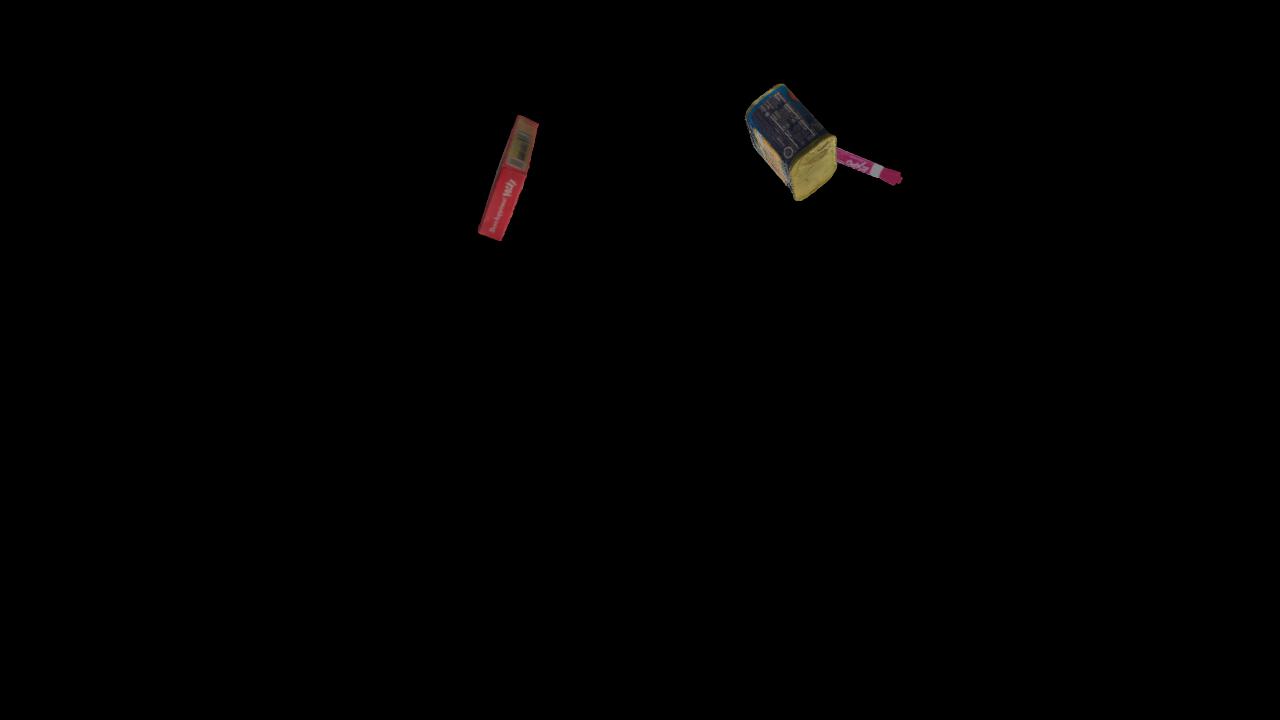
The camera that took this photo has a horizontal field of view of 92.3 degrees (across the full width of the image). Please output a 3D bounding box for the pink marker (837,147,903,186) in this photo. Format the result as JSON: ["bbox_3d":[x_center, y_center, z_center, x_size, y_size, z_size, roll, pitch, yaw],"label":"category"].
[{"bbox_3d":[0.306,-0.272,0.853,0.121,0.020,0.020,33,15,24],"label":"pink marker"}]

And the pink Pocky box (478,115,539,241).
[{"bbox_3d":[-0.145,-0.206,0.685,0.029,0.084,0.155,19,35,-18],"label":"pink Pocky box"}]

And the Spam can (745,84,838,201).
[{"bbox_3d":[0.162,-0.232,0.662,0.058,0.085,0.101,-37,-17,9],"label":"Spam can"}]
